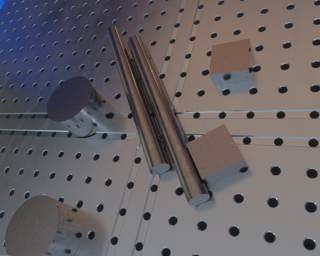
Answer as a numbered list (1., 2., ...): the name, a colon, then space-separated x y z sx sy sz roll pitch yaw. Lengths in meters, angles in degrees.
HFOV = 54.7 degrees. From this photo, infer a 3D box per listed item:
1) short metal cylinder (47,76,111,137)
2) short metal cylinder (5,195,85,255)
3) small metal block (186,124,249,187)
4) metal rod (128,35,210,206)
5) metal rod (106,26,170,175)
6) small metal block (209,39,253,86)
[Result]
1. short metal cylinder: -0.124 -0.032 0.478 0.080 0.050 0.080 -13 56 21
2. short metal cylinder: -0.142 0.130 0.387 0.080 0.050 0.080 -13 56 21
3. small metal block: 0.065 0.031 0.355 0.050 0.025 0.050 -29 52 9
4. metal rod: 0.000 -0.033 0.428 0.025 0.025 0.299 -29 52 10
5. metal rod: -0.042 -0.061 0.467 0.025 0.025 0.299 -28 52 10
6. small metal block: 0.095 -0.087 0.412 0.050 0.025 0.050 -5 60 26
